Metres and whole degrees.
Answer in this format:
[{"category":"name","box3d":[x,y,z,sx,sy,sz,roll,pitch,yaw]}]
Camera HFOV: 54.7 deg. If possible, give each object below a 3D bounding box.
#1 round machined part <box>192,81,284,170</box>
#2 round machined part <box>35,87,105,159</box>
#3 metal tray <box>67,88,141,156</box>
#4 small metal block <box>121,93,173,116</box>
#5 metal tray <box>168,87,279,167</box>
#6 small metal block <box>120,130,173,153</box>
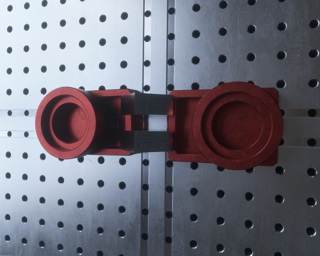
[{"category":"round machined part","box3d":[0.090,-0.003,0.358,0.098,0.042,0.097,0,90,20]},{"category":"round machined part","box3d":[-0.120,-0.007,0.433,0.098,0.042,0.097,0,90,20]},{"category":"metal tray","box3d":[-0.094,-0.008,0.444,0.130,0.030,0.089,-1,92,20]},{"category":"small metal block","box3d":[-0.017,-0.029,0.390,0.050,0.050,0.025,-178,89,-64]},{"category":"metal tray","box3d":[0.077,-0.002,0.383,0.130,0.030,0.089,1,90,19]},{"category":"small metal block","box3d":[-0.018,0.016,0.390,0.050,0.050,0.025,-178,89,-64]}]
